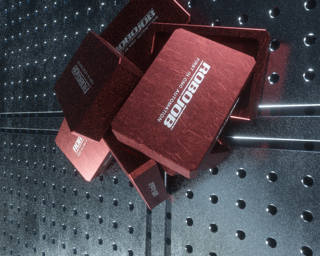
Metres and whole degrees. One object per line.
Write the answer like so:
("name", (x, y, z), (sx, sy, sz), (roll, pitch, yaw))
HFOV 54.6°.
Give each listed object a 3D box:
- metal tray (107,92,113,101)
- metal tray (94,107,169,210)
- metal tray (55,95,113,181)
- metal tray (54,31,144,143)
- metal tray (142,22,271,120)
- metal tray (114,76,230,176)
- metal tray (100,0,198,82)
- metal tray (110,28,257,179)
("metal tray", (-0.072, -0.049, 0.466), (0.090, 0.030, 0.129), (46, 117, 30))
("metal tray", (-0.033, 0.040, 0.377), (0.030, 0.130, 0.090), (-34, 62, -11))
("metal tray", (-0.103, 0.010, 0.463), (0.090, 0.030, 0.129), (47, 131, 12))
("metal tray", (-0.077, -0.053, 0.356), (0.090, 0.030, 0.130), (-54, 37, 10))
("metal tray", (0.046, -0.063, 0.340), (0.130, 0.030, 0.089), (10, 97, 19))
("metal tray", (0.011, -0.008, 0.360), (0.130, 0.091, 0.030), (52, 121, 28))
("metal tray", (-0.026, -0.114, 0.404), (0.130, 0.030, 0.090), (-43, 65, 15))
("metal tray", (0.025, -0.028, 0.304), (0.090, 0.030, 0.130), (27, 72, 15))
